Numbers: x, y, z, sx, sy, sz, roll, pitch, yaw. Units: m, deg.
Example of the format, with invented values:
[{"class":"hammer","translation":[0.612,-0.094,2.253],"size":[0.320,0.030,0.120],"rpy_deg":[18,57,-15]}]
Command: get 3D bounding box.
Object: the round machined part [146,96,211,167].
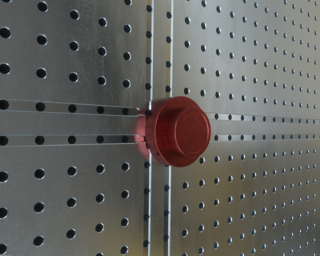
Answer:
[{"class":"round machined part","translation":[0.032,0.005,0.424],"size":[0.099,0.042,0.097],"rpy_deg":[0,90,-40]}]
